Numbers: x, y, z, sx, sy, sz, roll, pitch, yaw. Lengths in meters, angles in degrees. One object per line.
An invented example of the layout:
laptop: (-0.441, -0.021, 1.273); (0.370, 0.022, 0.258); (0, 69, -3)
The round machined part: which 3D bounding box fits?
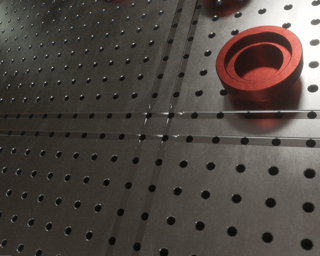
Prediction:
round machined part: (0.122, -0.074, 0.378); (0.098, 0.042, 0.098); (-13, 56, 20)
